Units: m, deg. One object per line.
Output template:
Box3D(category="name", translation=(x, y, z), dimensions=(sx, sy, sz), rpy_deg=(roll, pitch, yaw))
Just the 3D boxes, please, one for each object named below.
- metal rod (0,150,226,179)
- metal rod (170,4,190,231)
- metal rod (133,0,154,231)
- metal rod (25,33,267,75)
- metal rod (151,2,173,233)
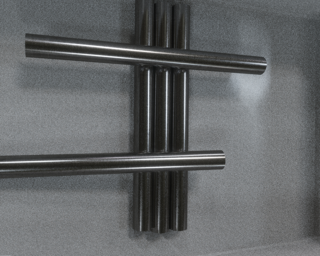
Box3D(category="metal rod", translation=(-0.068, 0.042, 0.365), dimensions=(0.302, 0.025, 0.025), rpy_deg=(0, 90, -13))
Box3D(category="metal rod", translation=(0.026, -0.014, 0.418), dimensions=(0.025, 0.025, 0.298), rpy_deg=(1, 90, -20))
Box3D(category="metal rod", translation=(-0.021, -0.019, 0.402), dimensions=(0.025, 0.025, 0.298), rpy_deg=(1, 90, -20))
Box3D(category="metal rod", translation=(-0.001, -0.088, 0.382), dimensions=(0.302, 0.025, 0.025), rpy_deg=(0, 90, -20))
Box3D(category="metal rod", translation=(0.002, -0.014, 0.410), dimensions=(0.025, 0.025, 0.298), rpy_deg=(1, 90, -20))
